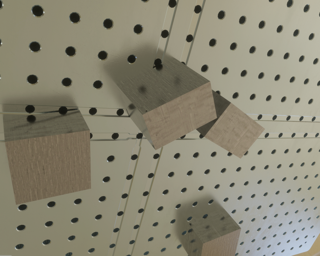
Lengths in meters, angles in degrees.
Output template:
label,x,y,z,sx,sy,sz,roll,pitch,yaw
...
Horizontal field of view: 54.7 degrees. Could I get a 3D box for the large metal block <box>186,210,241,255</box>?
label,x,y,z,sx,sy,sz,roll,pitch,yaw
large metal block,0.098,0.211,0.582,0.081,0.050,0.079,-13,124,-22

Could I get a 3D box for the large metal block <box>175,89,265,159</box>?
label,x,y,z,sx,sy,sz,roll,pitch,yaw
large metal block,0.077,-0.013,0.412,0.080,0.080,0.050,29,102,-38

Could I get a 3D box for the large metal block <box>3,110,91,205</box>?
label,x,y,z,sx,sy,sz,roll,pitch,yaw
large metal block,-0.124,0.030,0.347,0.081,0.050,0.079,-8,122,-24

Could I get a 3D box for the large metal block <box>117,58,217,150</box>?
label,x,y,z,sx,sy,sz,roll,pitch,yaw
large metal block,0.007,-0.031,0.362,0.080,0.080,0.050,-27,128,-12
